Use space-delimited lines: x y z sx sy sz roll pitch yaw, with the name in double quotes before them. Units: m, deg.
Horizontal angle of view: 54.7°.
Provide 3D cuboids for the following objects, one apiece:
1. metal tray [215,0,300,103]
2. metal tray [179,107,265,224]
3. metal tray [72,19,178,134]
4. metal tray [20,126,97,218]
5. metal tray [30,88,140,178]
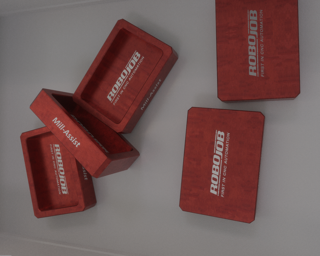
"metal tray" 0.115 -0.097 0.367 0.090 0.030 0.129 -1 90 20
"metal tray" 0.076 0.042 0.381 0.090 0.030 0.129 6 92 19
"metal tray" -0.048 -0.068 0.418 0.090 0.030 0.130 34 96 16
"metal tray" -0.152 0.061 0.461 0.090 0.030 0.129 -14 85 19
"metal tray" -0.096 0.005 0.409 0.130 0.090 0.030 44 103 14
